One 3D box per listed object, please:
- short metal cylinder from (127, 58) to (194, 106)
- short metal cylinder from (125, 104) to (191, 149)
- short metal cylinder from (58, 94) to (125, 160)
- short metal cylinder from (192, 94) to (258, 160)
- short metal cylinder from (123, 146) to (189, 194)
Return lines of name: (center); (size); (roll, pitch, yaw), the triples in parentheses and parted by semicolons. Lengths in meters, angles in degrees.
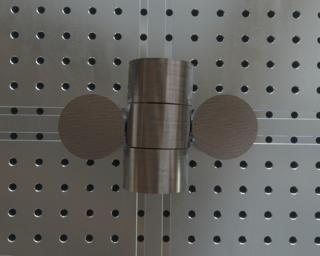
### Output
short metal cylinder: (0.001, -0.054, 0.385); (0.081, 0.080, 0.050); (3, 90, -1)
short metal cylinder: (-0.002, -0.002, 0.385); (0.081, 0.080, 0.050); (2, 90, -1)
short metal cylinder: (-0.083, -0.001, 0.399); (0.081, 0.050, 0.079); (0, 90, -1)
short metal cylinder: (0.079, -0.001, 0.401); (0.081, 0.050, 0.079); (0, 90, -1)
short metal cylinder: (-0.005, 0.049, 0.385); (0.081, 0.080, 0.050); (1, 90, -1)
